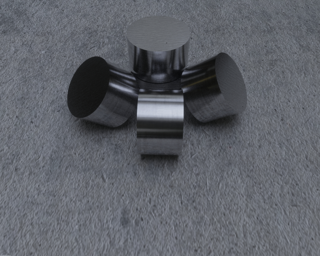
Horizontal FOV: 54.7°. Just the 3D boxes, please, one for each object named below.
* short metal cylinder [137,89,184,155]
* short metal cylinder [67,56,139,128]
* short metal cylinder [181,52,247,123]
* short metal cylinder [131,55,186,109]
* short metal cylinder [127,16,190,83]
[{"bbox_3d":[0.001,-0.007,0.374,0.050,0.080,0.080,1,50,1],"label":"short metal cylinder"},{"bbox_3d":[-0.074,-0.045,0.399,0.080,0.050,0.080,-13,68,36],"label":"short metal cylinder"},{"bbox_3d":[0.072,-0.052,0.406,0.050,0.080,0.080,-18,39,37],"label":"short metal cylinder"},{"bbox_3d":[0.000,-0.059,0.438,0.081,0.050,0.080,0,50,0],"label":"short metal cylinder"},{"bbox_3d":[-0.002,-0.105,0.411,0.081,0.050,0.080,0,50,0],"label":"short metal cylinder"}]
